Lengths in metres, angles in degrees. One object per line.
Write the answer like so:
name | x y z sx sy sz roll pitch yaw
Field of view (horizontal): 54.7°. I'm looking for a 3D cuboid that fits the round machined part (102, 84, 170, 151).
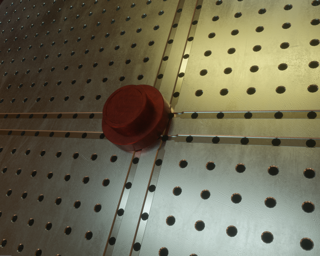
round machined part | -0.040 -0.021 0.430 0.098 0.042 0.098 -13 56 20
